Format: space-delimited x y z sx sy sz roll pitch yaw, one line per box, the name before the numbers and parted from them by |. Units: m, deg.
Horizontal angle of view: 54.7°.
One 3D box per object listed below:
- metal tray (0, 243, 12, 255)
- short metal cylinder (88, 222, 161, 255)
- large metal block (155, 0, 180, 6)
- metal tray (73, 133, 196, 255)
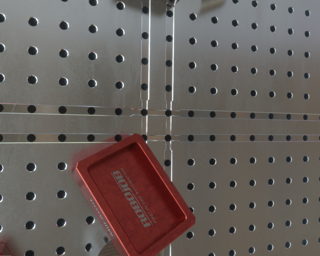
metal tray | -0.189 0.207 0.340 0.091 0.030 0.129 -27 99 -18
short metal cylinder | -0.045 0.161 0.383 0.081 0.050 0.079 0 90 -20
large metal block | -0.004 -0.215 0.397 0.081 0.050 0.080 10 87 -20
metal tray | -0.030 0.081 0.364 0.091 0.030 0.130 -28 78 -32
